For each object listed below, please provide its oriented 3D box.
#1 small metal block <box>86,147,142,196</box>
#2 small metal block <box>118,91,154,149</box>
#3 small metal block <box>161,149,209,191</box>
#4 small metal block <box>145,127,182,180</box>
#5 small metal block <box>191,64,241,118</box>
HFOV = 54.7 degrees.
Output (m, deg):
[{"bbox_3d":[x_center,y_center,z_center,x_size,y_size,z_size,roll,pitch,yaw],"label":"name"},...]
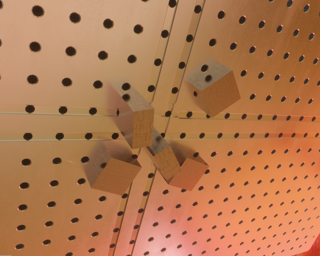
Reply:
[{"bbox_3d":[-0.061,0.059,0.416,0.050,0.025,0.050,25,105,-37],"label":"small metal block"},{"bbox_3d":[-0.030,-0.010,0.374,0.025,0.050,0.050,-10,123,-24],"label":"small metal block"},{"bbox_3d":[0.039,0.065,0.475,0.050,0.025,0.050,24,105,-37],"label":"small metal block"},{"bbox_3d":[0.000,0.034,0.418,0.025,0.050,0.050,-32,129,-8],"label":"small metal block"},{"bbox_3d":[0.078,-0.050,0.425,0.050,0.025,0.050,-34,129,-6],"label":"small metal block"}]
